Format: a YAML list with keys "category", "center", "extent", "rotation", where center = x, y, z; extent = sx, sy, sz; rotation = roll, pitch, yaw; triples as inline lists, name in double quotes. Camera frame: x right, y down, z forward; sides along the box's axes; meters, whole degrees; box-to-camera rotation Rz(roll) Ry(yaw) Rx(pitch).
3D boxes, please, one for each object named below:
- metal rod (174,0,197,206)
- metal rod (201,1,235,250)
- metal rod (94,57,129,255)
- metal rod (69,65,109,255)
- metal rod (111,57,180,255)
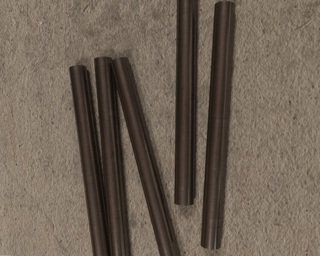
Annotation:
- category: "metal rod"
  center: [0.033, -0.053, 0.396]
  extent: [0.025, 0.025, 0.298]
  rotation: [1, 90, 19]
- category: "metal rod"
  center: [0.071, -0.002, 0.383]
  extent: [0.025, 0.025, 0.298]
  rotation: [4, 91, 19]
- category: "metal rod"
  center: [-0.067, 0.051, 0.431]
  extent: [0.025, 0.025, 0.298]
  rotation: [-6, 88, 19]
- category: "metal rod"
  center: [-0.098, 0.060, 0.442]
  extent: [0.025, 0.025, 0.298]
  rotation: [-9, 87, 19]
- category: "metal rod"
  center: [-0.018, 0.051, 0.414]
  extent: [0.025, 0.025, 0.298]
  rotation: [-17, 85, 19]
